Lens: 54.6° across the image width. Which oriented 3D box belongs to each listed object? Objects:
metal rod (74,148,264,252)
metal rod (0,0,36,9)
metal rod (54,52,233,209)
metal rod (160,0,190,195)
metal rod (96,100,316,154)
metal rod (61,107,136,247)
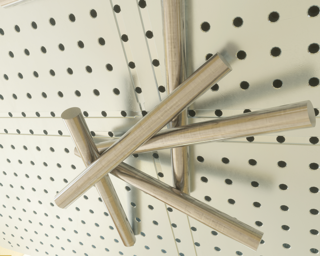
[{"bbox_3d":[-0.004,0.086,0.438,0.300,0.025,0.025,23,127,25],"label":"metal rod"},{"bbox_3d":[-0.076,-0.176,0.342,0.300,0.025,0.025,-2,118,29],"label":"metal rod"},{"bbox_3d":[-0.037,0.018,0.385,0.299,0.025,0.025,-40,96,25],"label":"metal rod"},{"bbox_3d":[0.022,-0.024,0.384,0.025,0.025,0.298,9,123,23],"label":"metal rod"},{"bbox_3d":[0.021,0.011,0.372,0.300,0.025,0.025,-12,113,38],"label":"metal rod"},{"bbox_3d":[-0.083,0.095,0.477,0.025,0.025,0.299,8,134,24],"label":"metal rod"}]
